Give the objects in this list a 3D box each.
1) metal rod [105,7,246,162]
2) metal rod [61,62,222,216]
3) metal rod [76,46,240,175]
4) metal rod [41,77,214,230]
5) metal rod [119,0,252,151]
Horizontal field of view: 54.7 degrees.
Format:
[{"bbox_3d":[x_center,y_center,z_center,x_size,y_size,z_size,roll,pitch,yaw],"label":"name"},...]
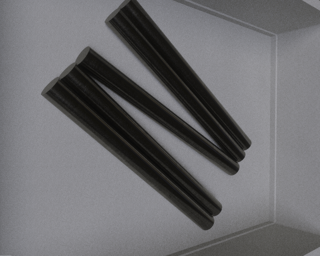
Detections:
[{"bbox_3d":[0.038,-0.042,0.436,0.300,0.025,0.025,44,64,-31],"label":"metal rod"},{"bbox_3d":[-0.006,0.032,0.400,0.300,0.025,0.025,45,63,-31],"label":"metal rod"},{"bbox_3d":[0.017,-0.006,0.419,0.301,0.025,0.025,35,68,-34],"label":"metal rod"},{"bbox_3d":[-0.020,0.050,0.388,0.300,0.025,0.025,45,63,-31],"label":"metal rod"},{"bbox_3d":[0.051,-0.061,0.447,0.300,0.025,0.025,44,64,-31],"label":"metal rod"}]
